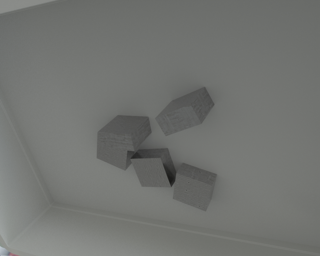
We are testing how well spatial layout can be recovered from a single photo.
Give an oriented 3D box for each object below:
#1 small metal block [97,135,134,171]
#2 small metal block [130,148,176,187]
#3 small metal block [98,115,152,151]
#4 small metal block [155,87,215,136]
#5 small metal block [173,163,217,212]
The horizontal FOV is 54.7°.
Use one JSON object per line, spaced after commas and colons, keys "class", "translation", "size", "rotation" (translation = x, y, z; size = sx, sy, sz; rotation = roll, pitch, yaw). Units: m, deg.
{"class": "small metal block", "translation": [-0.065, 0.029, 0.461], "size": [0.050, 0.025, 0.050], "rotation": [21, 127, 15]}
{"class": "small metal block", "translation": [-0.008, 0.058, 0.449], "size": [0.050, 0.025, 0.050], "rotation": [-5, 116, 30]}
{"class": "small metal block", "translation": [-0.047, 0.006, 0.421], "size": [0.050, 0.050, 0.025], "rotation": [4, 120, 26]}
{"class": "small metal block", "translation": [0.030, -0.020, 0.365], "size": [0.050, 0.050, 0.025], "rotation": [-20, 107, 36]}
{"class": "small metal block", "translation": [0.048, 0.083, 0.434], "size": [0.050, 0.025, 0.050], "rotation": [17, 125, 18]}
